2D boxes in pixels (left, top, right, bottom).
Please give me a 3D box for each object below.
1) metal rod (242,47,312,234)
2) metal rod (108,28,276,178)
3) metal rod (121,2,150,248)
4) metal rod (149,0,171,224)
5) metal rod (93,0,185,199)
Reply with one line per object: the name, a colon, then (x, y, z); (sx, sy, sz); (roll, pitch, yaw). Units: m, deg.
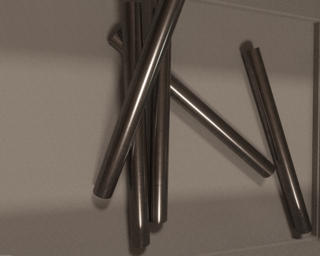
metal rod: (0.183, 0.024, 0.480); (0.025, 0.025, 0.298); (-22, 98, -19)
metal rod: (0.054, -0.025, 0.431); (0.301, 0.025, 0.025); (39, 77, -16)
metal rod: (-0.029, 0.002, 0.384); (0.025, 0.025, 0.298); (-4, 98, -20)
metal rod: (0.000, -0.026, 0.390); (0.025, 0.025, 0.298); (-2, 99, -20)
metal rod: (-0.019, -0.051, 0.341); (0.025, 0.025, 0.298); (15, 109, -20)
